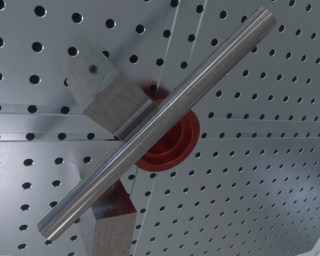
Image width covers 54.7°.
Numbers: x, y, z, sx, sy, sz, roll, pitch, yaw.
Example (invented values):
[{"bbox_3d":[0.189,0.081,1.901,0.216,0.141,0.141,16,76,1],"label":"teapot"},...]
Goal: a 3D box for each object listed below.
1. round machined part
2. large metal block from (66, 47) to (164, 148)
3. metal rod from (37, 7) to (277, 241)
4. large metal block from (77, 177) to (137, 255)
[{"bbox_3d":[-0.001,0.005,0.403,0.099,0.042,0.097,-14,124,-21],"label":"round machined part"},{"bbox_3d":[-0.045,-0.031,0.332,0.050,0.080,0.080,-46,129,4],"label":"large metal block"},{"bbox_3d":[-0.005,-0.002,0.303,0.300,0.025,0.025,-44,129,2],"label":"metal rod"},{"bbox_3d":[-0.073,0.118,0.409,0.050,0.080,0.079,-3,120,-27],"label":"large metal block"}]
